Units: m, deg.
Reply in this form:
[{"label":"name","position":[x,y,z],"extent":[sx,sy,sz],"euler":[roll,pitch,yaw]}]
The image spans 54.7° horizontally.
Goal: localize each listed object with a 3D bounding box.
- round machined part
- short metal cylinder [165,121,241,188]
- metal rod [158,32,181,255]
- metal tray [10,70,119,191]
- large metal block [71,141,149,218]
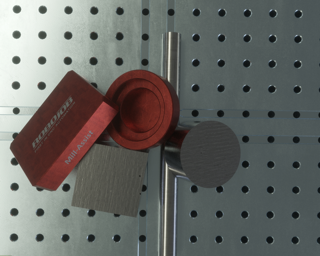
[{"label":"round machined part","position":[-0.020,-0.022,0.392],"extent":[0.098,0.042,0.097],"euler":[0,89,25]},{"label":"short metal cylinder","position":[0.052,0.031,0.388],"extent":[0.081,0.050,0.079],"euler":[0,90,-20]},{"label":"metal rod","position":[0.013,0.024,0.414],"extent":[0.025,0.025,0.298],"euler":[1,90,0]},{"label":"metal tray","position":[-0.121,0.001,0.385],"extent":[0.130,0.030,0.090],"euler":[-52,52,0]},{"label":"large metal block","position":[-0.061,0.062,0.400],"extent":[0.080,0.050,0.080],"euler":[10,90,0]}]
